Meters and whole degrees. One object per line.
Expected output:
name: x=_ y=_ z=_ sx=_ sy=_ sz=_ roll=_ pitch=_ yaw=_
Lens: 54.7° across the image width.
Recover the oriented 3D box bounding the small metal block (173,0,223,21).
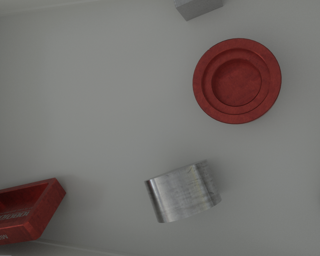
small metal block: x=0.046 y=-0.160 z=0.380 sx=0.050 sy=0.050 sz=0.025 roll=-17 pitch=85 yaw=19

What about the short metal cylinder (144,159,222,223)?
short metal cylinder: x=0.027 y=0.074 z=0.371 sx=0.080 sy=0.080 sz=0.050 roll=-22 pitch=83 yaw=18

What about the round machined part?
round machined part: x=0.092 y=-0.053 z=0.369 sx=0.098 sy=0.042 sz=0.097 roll=0 pitch=90 yaw=19

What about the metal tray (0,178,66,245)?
metal tray: x=-0.213 y=0.123 z=0.448 sx=0.130 sy=0.090 sz=0.030 roll=-14 pitch=118 yaw=19
